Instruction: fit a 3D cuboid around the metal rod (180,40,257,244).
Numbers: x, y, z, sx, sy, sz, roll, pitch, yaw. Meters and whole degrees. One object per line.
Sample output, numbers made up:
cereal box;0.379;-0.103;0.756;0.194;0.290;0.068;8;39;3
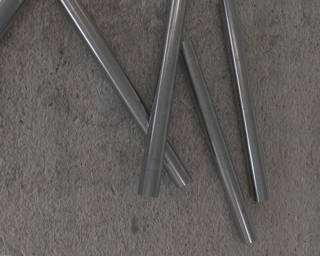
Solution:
metal rod;0.081;0.024;0.438;0.025;0.025;0.298;-22;98;-19

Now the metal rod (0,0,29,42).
metal rod;-0.219;-0.044;0.327;0.025;0.025;0.300;32;80;-17

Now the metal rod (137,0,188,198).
metal rod;0.008;-0.065;0.392;0.025;0.025;0.299;13;79;-20

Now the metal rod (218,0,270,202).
metal rod;0.124;-0.040;0.454;0.025;0.025;0.298;-12;94;-20

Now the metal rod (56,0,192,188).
metal rod;-0.046;-0.051;0.391;0.025;0.025;0.299;-35;102;-16
